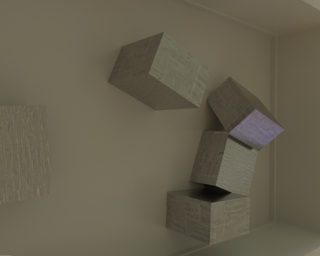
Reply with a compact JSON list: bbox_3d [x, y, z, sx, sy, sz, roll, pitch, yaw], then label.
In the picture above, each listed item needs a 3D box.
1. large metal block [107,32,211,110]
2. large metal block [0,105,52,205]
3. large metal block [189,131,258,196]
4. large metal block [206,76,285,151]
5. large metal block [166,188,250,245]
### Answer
[{"bbox_3d":[-0.001,-0.062,0.370,0.080,0.080,0.050,29,72,-36],"label":"large metal block"},{"bbox_3d":[-0.145,0.022,0.268,0.081,0.050,0.079,-5,94,-40],"label":"large metal block"},{"bbox_3d":[0.100,0.056,0.474,0.080,0.050,0.080,27,73,-37],"label":"large metal block"},{"bbox_3d":[0.128,-0.021,0.470,0.080,0.080,0.050,26,118,-37],"label":"large metal block"},{"bbox_3d":[0.065,0.116,0.426,0.081,0.080,0.050,3,88,-40],"label":"large metal block"}]
